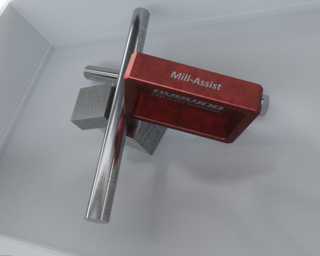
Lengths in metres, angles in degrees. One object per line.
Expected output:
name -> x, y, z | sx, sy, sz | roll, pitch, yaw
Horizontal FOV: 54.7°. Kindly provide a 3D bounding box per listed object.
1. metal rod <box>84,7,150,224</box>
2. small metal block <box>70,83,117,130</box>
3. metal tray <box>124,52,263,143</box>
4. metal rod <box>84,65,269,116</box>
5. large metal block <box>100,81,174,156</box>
metal rod -> -0.046, -0.036, 0.385 | 0.025, 0.025, 0.299 | -6, 59, 25
small metal block -> -0.081, -0.027, 0.397 | 0.050, 0.025, 0.050 | -6, 59, 24
metal tray -> 0.029, -0.027, 0.329 | 0.131, 0.090, 0.030 | 15, 67, 0
metal rod -> 0.001, -0.060, 0.439 | 0.300, 0.025, 0.025 | 16, 70, 34
large metal block -> -0.033, -0.020, 0.416 | 0.080, 0.050, 0.080 | 20, 72, 35
